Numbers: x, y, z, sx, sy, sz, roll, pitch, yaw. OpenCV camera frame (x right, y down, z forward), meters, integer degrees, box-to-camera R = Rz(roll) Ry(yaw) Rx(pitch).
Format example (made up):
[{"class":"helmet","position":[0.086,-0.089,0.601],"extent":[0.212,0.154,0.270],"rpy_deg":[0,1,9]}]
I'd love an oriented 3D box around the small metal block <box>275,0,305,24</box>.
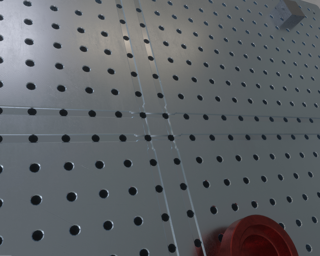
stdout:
[{"class":"small metal block","position":[0.315,-0.281,0.749],"extent":[0.050,0.025,0.050],"rpy_deg":[-6,65,-31]}]

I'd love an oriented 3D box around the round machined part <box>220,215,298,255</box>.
[{"class":"round machined part","position":[0.111,0.156,0.362],"extent":[0.099,0.042,0.098],"rpy_deg":[14,56,-21]}]
